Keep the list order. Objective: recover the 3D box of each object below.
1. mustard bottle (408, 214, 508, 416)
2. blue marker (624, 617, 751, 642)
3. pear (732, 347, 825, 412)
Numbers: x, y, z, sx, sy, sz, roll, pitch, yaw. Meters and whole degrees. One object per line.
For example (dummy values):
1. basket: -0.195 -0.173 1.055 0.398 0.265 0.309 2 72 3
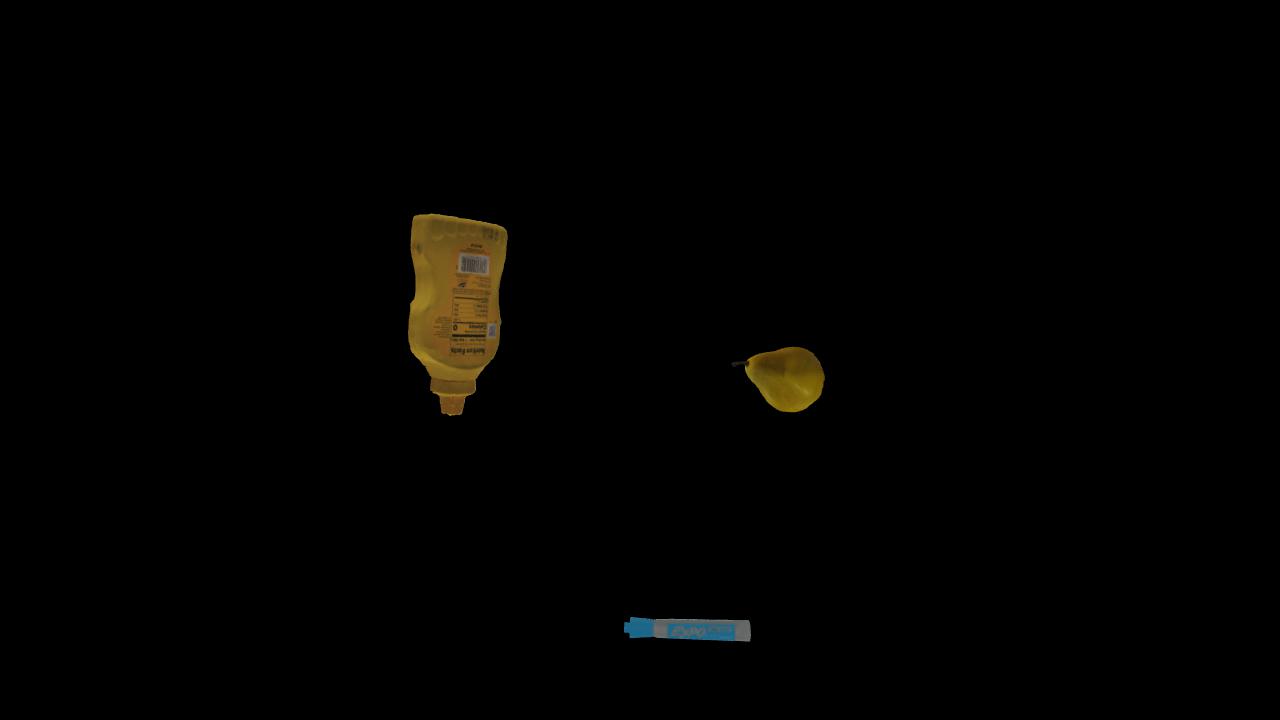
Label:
1. mustard bottle: -0.172 -0.038 0.578 0.054 0.184 0.092 8 6 35
2. blue marker: 0.045 0.259 0.593 0.121 0.020 0.020 1 0 2
3. pear: 0.161 0.013 0.726 0.111 0.080 0.080 29 -13 -23
